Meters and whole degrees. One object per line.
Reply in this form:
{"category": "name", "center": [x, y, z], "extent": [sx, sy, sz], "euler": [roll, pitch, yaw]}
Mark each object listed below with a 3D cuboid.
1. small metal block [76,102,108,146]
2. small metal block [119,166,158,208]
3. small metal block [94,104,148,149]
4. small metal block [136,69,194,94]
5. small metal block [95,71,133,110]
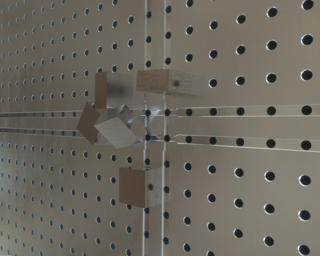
{"category": "small metal block", "center": [-0.101, -0.007, 0.490], "extent": [0.050, 0.025, 0.050], "euler": [39, 114, 32]}
{"category": "small metal block", "center": [-0.031, 0.081, 0.433], "extent": [0.050, 0.025, 0.050], "euler": [0, 90, 39]}
{"category": "small metal block", "center": [-0.055, -0.001, 0.434], "extent": [0.050, 0.050, 0.025], "euler": [-17, 35, 38]}
{"category": "small metal block", "center": [0.007, -0.057, 0.386], "extent": [0.050, 0.050, 0.025], "euler": [5, 94, 39]}
{"category": "small metal block", "center": [-0.065, -0.052, 0.445], "extent": [0.025, 0.050, 0.050], "euler": [2, 91, 40]}
